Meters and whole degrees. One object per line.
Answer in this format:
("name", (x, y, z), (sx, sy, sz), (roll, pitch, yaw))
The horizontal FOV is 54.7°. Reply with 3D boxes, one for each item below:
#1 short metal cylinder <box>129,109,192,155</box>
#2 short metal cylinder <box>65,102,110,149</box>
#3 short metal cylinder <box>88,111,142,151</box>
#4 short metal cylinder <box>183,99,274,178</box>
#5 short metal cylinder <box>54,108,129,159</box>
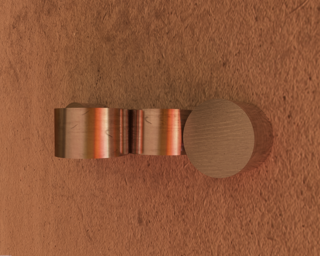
("short metal cylinder", (0.001, 0.004, 0.370), (0.080, 0.081, 0.050), (1, 90, 40))
("short metal cylinder", (-0.112, 0.001, 0.483), (0.080, 0.050, 0.080), (0, 90, 39))
("short metal cylinder", (-0.060, 0.003, 0.421), (0.080, 0.081, 0.050), (1, 91, 40))
("short metal cylinder", (0.072, 0.010, 0.330), (0.080, 0.050, 0.080), (1, 91, 39))
("short metal cylinder", (-0.074, 0.004, 0.342), (0.080, 0.081, 0.050), (1, 92, 40))
